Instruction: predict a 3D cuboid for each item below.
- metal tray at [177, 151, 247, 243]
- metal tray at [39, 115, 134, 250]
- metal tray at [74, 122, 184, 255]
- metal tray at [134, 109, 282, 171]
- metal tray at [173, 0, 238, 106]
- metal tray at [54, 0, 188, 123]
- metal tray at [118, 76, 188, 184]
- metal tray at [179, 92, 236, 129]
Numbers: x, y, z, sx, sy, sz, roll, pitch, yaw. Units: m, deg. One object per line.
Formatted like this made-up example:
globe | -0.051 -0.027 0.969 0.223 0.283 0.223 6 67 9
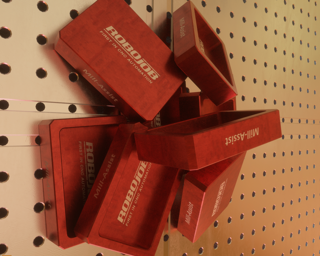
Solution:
metal tray | 0.068 0.087 0.418 0.091 0.030 0.129 -36 145 -34
metal tray | -0.078 0.053 0.340 0.091 0.030 0.129 -6 93 -40
metal tray | -0.026 0.069 0.344 0.090 0.030 0.130 33 70 -35
metal tray | 0.051 0.007 0.324 0.131 0.090 0.030 -14 99 -35
metal tray | 0.057 -0.101 0.408 0.090 0.030 0.130 40 33 -32
metal tray | -0.039 -0.077 0.351 0.130 0.030 0.090 44 63 -14
metal tray | -0.003 0.000 0.402 0.091 0.030 0.129 -6 92 -41
metal tray | 0.074 -0.005 0.442 0.131 0.030 0.090 -8 96 -57
